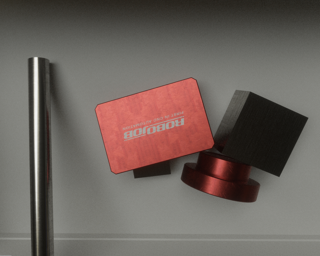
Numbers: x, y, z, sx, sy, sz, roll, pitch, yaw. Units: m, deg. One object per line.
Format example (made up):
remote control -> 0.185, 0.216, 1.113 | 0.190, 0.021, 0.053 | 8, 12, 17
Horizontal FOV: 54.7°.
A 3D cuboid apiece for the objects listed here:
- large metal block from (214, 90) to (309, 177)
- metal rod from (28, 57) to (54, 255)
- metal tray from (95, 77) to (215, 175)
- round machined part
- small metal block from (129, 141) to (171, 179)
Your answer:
large metal block -> 0.123, 0.005, 0.393 | 0.080, 0.050, 0.080 | 23, 96, -9
metal rod -> -0.142, 0.065, 0.370 | 0.025, 0.025, 0.298 | -3, 86, 0
metal tray -> -0.006, -0.002, 0.390 | 0.131, 0.030, 0.090 | -16, 86, 5
round machined part -> 0.080, 0.058, 0.398 | 0.099, 0.098, 0.042 | 14, 92, -6
small metal block -> -0.013, 0.039, 0.425 | 0.050, 0.025, 0.050 | -7, 110, 2
